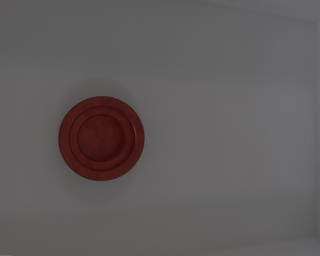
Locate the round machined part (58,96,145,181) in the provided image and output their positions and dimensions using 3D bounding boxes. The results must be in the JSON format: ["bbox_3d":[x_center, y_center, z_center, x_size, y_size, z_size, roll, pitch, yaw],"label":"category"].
[{"bbox_3d":[-0.071,0.012,0.375,0.099,0.042,0.097,0,90,-20],"label":"round machined part"}]
